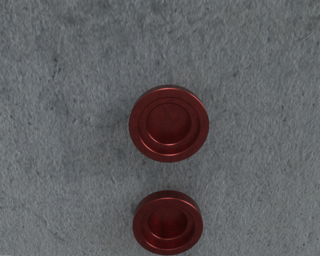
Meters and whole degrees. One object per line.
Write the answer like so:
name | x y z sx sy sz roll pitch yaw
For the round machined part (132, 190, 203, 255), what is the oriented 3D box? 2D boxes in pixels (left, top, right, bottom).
round machined part | 0.011 0.132 0.450 0.099 0.042 0.097 0 110 -1

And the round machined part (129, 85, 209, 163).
round machined part | 0.011 -0.008 0.398 0.099 0.042 0.097 0 110 -1
